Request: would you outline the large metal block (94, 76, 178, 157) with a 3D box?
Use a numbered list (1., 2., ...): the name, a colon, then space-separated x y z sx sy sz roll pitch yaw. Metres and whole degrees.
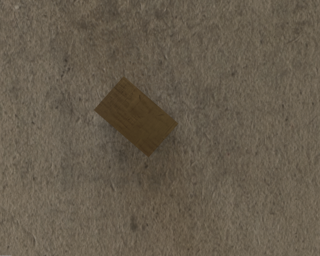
1. large metal block: -0.026 -0.013 0.382 0.080 0.080 0.050 41 90 0
